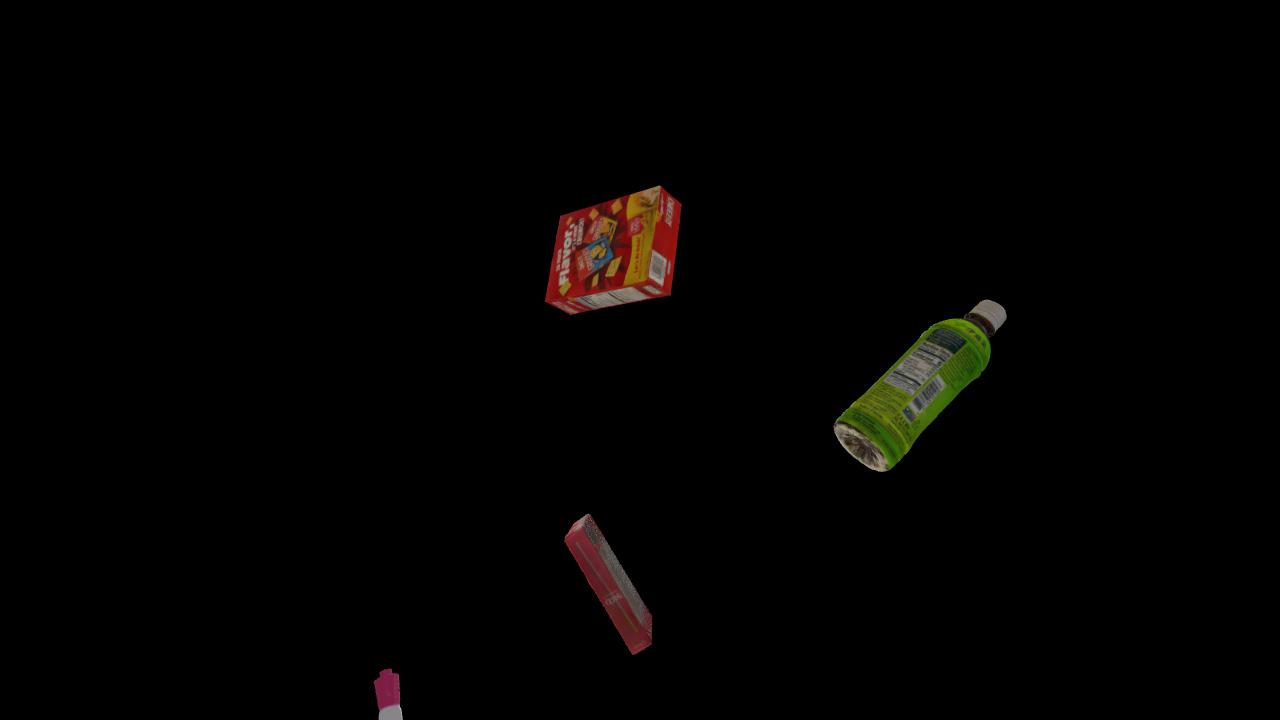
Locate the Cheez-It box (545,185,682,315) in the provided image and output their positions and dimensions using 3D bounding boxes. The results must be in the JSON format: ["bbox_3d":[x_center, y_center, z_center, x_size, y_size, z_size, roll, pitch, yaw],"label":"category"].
[{"bbox_3d":[-0.046,-0.172,0.999,0.223,0.166,0.071,-7,-22,37],"label":"Cheez-It box"}]

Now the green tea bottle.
[{"bbox_3d":[0.290,0.018,0.618,0.212,0.073,0.073,-41,8,-9],"label":"green tea bottle"}]

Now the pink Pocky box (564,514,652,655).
[{"bbox_3d":[-0.036,0.263,0.735,0.029,0.155,0.084,-32,-3,0],"label":"pink Pocky box"}]

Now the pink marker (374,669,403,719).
[{"bbox_3d":[-0.186,0.299,0.467,0.020,0.121,0.020,-16,-33,-11],"label":"pink marker"}]
